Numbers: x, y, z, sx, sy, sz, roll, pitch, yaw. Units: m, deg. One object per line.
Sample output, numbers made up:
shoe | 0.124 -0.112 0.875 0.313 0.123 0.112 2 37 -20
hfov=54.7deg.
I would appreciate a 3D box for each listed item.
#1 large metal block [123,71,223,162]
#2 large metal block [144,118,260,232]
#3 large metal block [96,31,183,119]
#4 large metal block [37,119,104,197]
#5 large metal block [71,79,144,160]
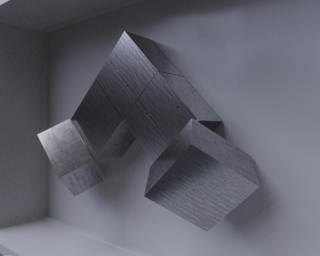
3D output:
large metal block | 0.013 -0.009 0.377 0.080 0.050 0.080 -51 60 28
large metal block | 0.042 0.050 0.326 0.080 0.050 0.080 32 118 -12
large metal block | -0.030 -0.067 0.413 0.080 0.050 0.080 -51 60 28
large metal block | -0.134 0.047 0.471 0.080 0.050 0.080 54 164 26
large metal block | -0.075 -0.012 0.450 0.080 0.050 0.080 -51 60 28
